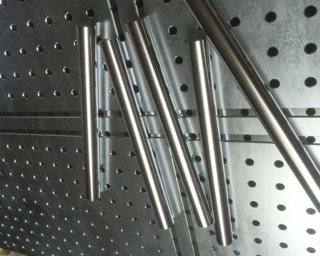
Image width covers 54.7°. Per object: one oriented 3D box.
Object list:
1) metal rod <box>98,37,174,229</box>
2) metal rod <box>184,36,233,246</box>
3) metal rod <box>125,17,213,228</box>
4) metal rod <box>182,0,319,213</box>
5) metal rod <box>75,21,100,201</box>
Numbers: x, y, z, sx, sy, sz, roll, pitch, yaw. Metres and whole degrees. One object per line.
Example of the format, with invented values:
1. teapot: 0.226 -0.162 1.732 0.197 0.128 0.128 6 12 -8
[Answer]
1. metal rod: -0.026 0.023 0.437 0.025 0.025 0.298 -1 118 28
2. metal rod: 0.068 0.035 0.396 0.025 0.025 0.298 2 120 27
3. metal rod: 0.020 0.009 0.405 0.025 0.025 0.298 -6 116 31
4. metal rod: 0.112 -0.026 0.335 0.025 0.025 0.299 -27 104 37
5. metal rod: -0.104 -0.004 0.461 0.025 0.025 0.298 18 126 17
